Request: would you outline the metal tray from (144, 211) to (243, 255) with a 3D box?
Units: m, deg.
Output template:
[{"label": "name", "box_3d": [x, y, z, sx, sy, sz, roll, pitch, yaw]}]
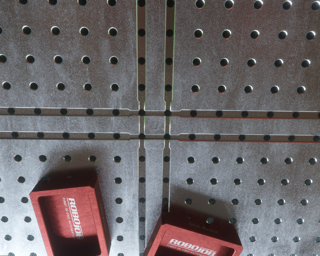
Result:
[{"label": "metal tray", "box_3d": [0.050, 0.190, 0.481, 0.131, 0.030, 0.089, 19, 109, -8]}]

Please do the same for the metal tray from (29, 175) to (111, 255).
[{"label": "metal tray", "box_3d": [-0.129, 0.138, 0.459, 0.091, 0.030, 0.129, -6, 110, 2]}]
